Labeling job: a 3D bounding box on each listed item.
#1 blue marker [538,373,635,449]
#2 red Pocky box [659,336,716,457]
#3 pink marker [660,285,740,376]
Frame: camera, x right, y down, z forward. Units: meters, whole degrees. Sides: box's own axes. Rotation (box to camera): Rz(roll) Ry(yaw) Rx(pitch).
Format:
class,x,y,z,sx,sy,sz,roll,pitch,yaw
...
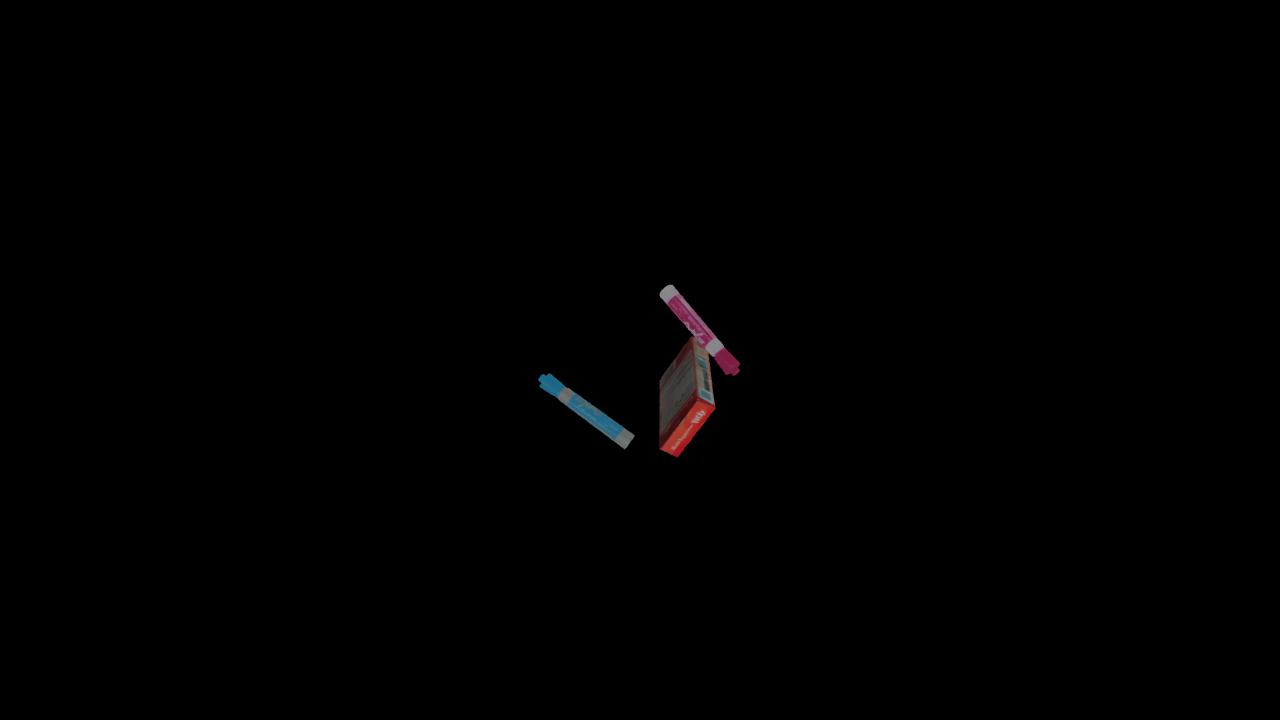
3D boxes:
class,x,y,z,sx,sy,sz,roll,pitch,yaw
blue marker,-0.059,0.054,0.666,0.121,0.020,0.020,36,2,3
red Pocky box,0.054,0.041,0.747,0.028,0.083,0.155,29,27,-13
pink marker,0.064,-0.031,0.650,0.020,0.121,0.020,-34,-19,-13
